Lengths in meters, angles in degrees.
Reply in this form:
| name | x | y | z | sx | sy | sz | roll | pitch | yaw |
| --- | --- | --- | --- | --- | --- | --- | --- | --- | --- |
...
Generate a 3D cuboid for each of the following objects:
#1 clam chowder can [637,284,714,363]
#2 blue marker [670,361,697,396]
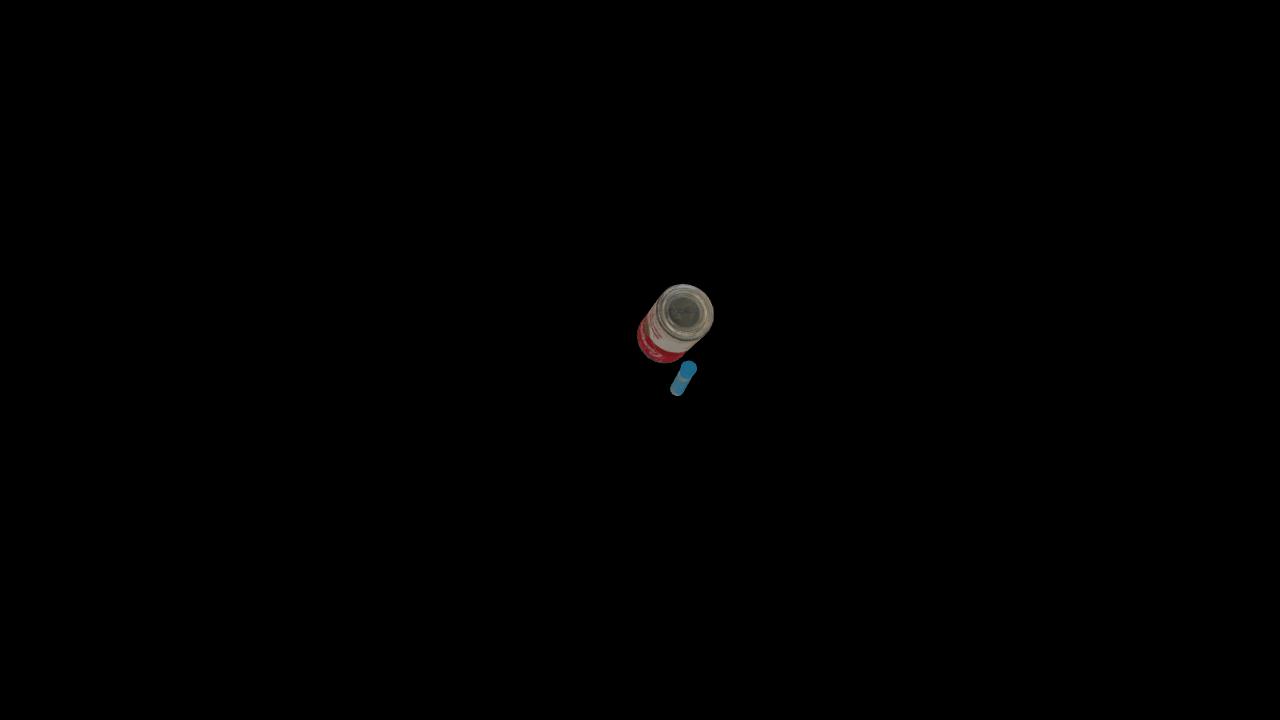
| name | x | y | z | sx | sy | sz | roll | pitch | yaw |
| --- | --- | --- | --- | --- | --- | --- | --- | --- | --- |
| clam chowder can | 0.040 | -0.040 | 0.715 | 0.068 | 0.068 | 0.102 | 0 | -14 | -13 |
| blue marker | 0.053 | 0.023 | 0.762 | 0.020 | 0.020 | 0.121 | 0 | -15 | -3 |
